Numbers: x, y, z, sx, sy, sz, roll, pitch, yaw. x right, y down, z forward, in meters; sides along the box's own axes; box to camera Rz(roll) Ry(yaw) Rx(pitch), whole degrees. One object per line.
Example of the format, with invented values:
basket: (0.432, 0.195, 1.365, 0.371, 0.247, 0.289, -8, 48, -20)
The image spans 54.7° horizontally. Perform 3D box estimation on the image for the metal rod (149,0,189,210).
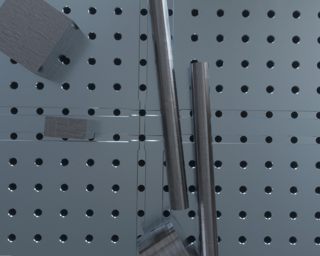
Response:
metal rod: (0.011, -0.042, 0.413, 0.025, 0.025, 0.298, -6, 90, -1)

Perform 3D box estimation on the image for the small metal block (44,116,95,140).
small metal block: (-0.115, 0.000, 0.399, 0.050, 0.050, 0.025, 5, 90, -1)

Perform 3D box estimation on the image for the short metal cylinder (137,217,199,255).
short metal cylinder: (0.014, 0.160, 0.386, 0.050, 0.080, 0.080, -34, 90, 0)

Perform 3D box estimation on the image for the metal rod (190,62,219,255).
metal rod: (0.060, 0.063, 0.414, 0.025, 0.025, 0.298, -3, 90, -1)

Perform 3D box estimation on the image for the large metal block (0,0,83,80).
large metal block: (-0.162, -0.120, 0.399, 0.080, 0.050, 0.080, 34, 90, -1)
